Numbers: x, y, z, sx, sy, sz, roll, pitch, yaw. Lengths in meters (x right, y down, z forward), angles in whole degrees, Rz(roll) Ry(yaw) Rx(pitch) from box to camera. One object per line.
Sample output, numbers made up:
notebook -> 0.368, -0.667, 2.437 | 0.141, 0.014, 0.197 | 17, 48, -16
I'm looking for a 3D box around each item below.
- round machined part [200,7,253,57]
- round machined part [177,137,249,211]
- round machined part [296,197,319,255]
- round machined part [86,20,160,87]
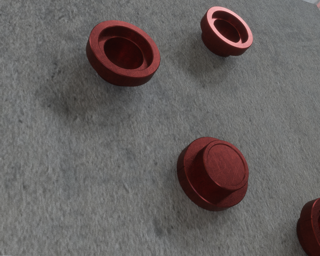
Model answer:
round machined part -> 0.115, -0.168, 0.560 | 0.099, 0.042, 0.098 | 14, 56, -21
round machined part -> 0.075, 0.054, 0.402 | 0.099, 0.042, 0.098 | 14, 56, -21
round machined part -> 0.231, 0.149, 0.430 | 0.099, 0.042, 0.098 | 14, 56, -21
round machined part -> -0.053, -0.096, 0.425 | 0.099, 0.042, 0.098 | 14, 56, -21
